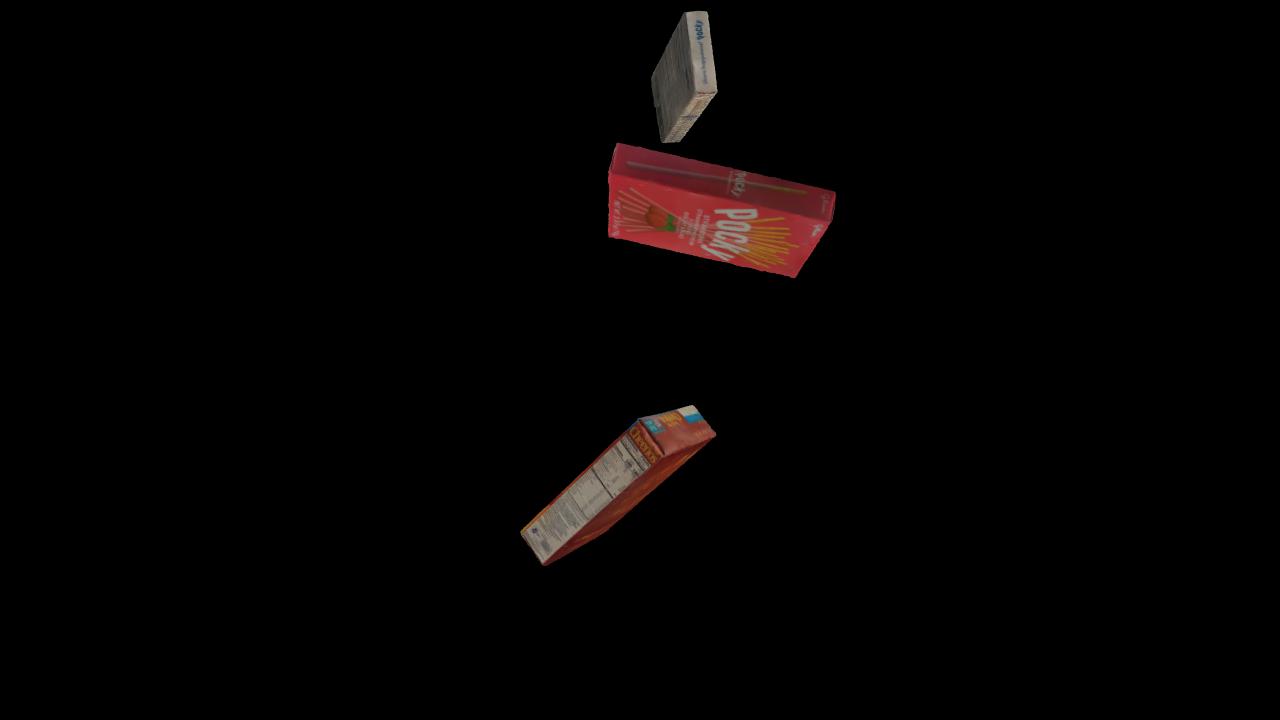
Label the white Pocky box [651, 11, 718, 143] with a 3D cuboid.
[{"bbox_3d":[0.046,-0.307,0.684,0.028,0.084,0.154,-9,2,-11],"label":"white Pocky box"}]

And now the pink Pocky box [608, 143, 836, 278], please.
[{"bbox_3d":[0.053,-0.105,0.449,0.155,0.029,0.084,13,-19,1],"label":"pink Pocky box"}]

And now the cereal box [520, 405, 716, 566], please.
[{"bbox_3d":[-0.032,0.202,1.022,0.306,0.081,0.203,-46,-18,23],"label":"cereal box"}]
